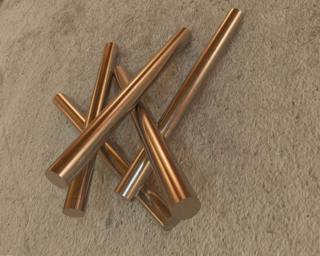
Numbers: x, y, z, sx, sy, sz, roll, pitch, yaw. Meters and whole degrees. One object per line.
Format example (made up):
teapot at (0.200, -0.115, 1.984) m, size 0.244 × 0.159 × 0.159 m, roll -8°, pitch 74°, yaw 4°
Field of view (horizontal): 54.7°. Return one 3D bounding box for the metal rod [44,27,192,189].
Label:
metal rod at (-0.028, -0.048, 0.377) m, size 0.025 × 0.025 × 0.301 m, roll 5°, pitch 42°, yaw 30°

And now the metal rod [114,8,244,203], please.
metal rod at (0.034, -0.043, 0.394) m, size 0.025 × 0.025 × 0.300 m, roll 17°, pitch 65°, yaw 35°

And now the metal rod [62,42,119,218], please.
metal rod at (-0.089, -0.022, 0.437) m, size 0.025 × 0.025 × 0.300 m, roll -14°, pitch 48°, yaw 20°

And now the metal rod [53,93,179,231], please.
metal rod at (-0.077, 0.027, 0.427) m, size 0.025 × 0.025 × 0.300 m, roll -47°, pitch 51°, yaw -4°

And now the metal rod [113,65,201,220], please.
metal rod at (-0.020, -0.011, 0.369) m, size 0.025 × 0.025 × 0.300 m, roll -35°, pitch 35°, yaw 5°
